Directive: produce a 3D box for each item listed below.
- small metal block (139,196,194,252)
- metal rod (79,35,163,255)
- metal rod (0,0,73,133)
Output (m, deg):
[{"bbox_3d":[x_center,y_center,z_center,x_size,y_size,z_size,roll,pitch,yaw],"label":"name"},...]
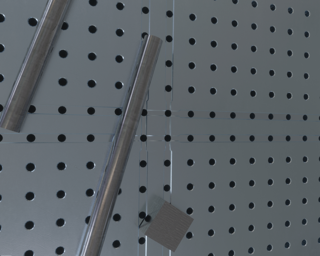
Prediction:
[{"bbox_3d":[0.009,0.129,0.416,0.050,0.025,0.050,37,78,-17],"label":"small metal block"},{"bbox_3d":[-0.049,0.025,0.394,0.025,0.025,0.299,18,84,-19],"label":"metal rod"},{"bbox_3d":[-0.123,-0.139,0.367,0.025,0.025,0.299,21,83,-19],"label":"metal rod"}]
